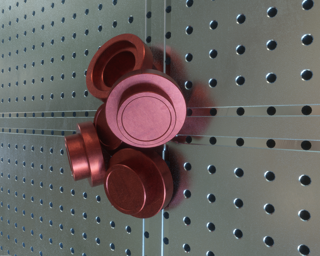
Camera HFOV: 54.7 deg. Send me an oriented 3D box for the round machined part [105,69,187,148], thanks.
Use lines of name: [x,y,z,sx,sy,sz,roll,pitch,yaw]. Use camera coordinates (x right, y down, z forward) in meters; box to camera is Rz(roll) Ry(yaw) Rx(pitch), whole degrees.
round machined part: [-0.017,-0.018,0.372,0.042,0.099,0.097,-99,34,-65]

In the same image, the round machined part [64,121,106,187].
round machined part: [-0.113,0.041,0.458,0.098,0.042,0.097,167,90,-70]

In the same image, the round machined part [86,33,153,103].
round machined part: [-0.050,-0.076,0.423,0.098,0.042,0.098,-14,62,28]

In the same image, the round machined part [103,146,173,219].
round machined part: [-0.035,0.074,0.409,0.098,0.042,0.097,9,106,32]

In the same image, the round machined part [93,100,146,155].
round machined part: [-0.058,-0.003,0.442,0.098,0.042,0.097,0,90,39]
